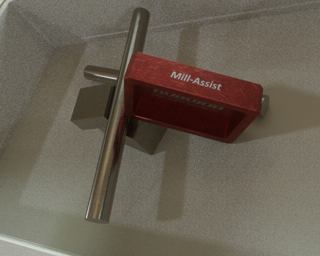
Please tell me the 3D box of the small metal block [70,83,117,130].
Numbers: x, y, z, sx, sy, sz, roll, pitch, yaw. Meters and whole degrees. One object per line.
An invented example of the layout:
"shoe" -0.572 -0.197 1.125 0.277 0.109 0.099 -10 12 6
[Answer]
"small metal block" -0.081 -0.027 0.397 0.050 0.025 0.050 -6 59 24

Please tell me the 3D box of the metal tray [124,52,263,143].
"metal tray" 0.029 -0.027 0.329 0.131 0.090 0.030 15 67 0

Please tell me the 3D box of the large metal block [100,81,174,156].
"large metal block" -0.033 -0.020 0.416 0.080 0.050 0.080 20 72 35

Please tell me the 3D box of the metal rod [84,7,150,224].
"metal rod" -0.046 -0.036 0.385 0.025 0.025 0.299 -6 59 25

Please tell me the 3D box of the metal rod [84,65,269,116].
"metal rod" 0.001 -0.060 0.439 0.300 0.025 0.025 16 70 34
